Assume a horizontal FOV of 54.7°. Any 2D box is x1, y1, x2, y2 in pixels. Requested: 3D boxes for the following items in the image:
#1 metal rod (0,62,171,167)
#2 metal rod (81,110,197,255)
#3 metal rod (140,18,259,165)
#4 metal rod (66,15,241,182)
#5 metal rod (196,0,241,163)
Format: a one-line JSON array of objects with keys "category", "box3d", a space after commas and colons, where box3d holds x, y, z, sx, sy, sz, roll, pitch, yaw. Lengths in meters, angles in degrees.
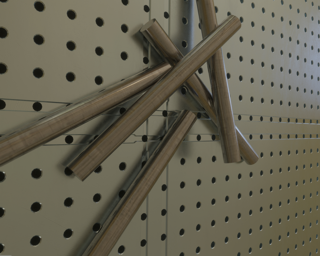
[{"category": "metal rod", "box3d": [-0.095, -0.011, 0.330, 0.302, 0.025, 0.025, -33, 111, -35]}, {"category": "metal rod", "box3d": [-0.036, 0.092, 0.380, 0.025, 0.025, 0.301, 51, 60, -28]}, {"category": "metal rod", "box3d": [0.074, -0.038, 0.473, 0.300, 0.025, 0.025, 46, 62, -30]}, {"category": "metal rod", "box3d": [0.007, -0.050, 0.388, 0.301, 0.025, 0.025, -45, 118, -21]}, {"category": "metal rod", "box3d": [0.081, -0.098, 0.454, 0.025, 0.025, 0.298, -8, 88, -40]}]
